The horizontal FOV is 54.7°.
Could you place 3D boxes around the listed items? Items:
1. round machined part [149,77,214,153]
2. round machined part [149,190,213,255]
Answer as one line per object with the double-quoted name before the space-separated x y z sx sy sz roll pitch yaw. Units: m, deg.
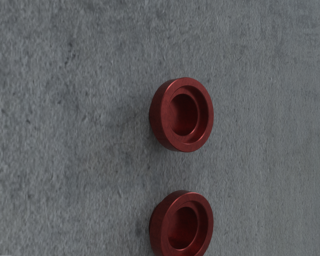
"round machined part" 0.024 -0.017 0.416 0.099 0.042 0.097 0 90 -40
"round machined part" 0.024 0.132 0.417 0.099 0.042 0.097 0 90 -40
